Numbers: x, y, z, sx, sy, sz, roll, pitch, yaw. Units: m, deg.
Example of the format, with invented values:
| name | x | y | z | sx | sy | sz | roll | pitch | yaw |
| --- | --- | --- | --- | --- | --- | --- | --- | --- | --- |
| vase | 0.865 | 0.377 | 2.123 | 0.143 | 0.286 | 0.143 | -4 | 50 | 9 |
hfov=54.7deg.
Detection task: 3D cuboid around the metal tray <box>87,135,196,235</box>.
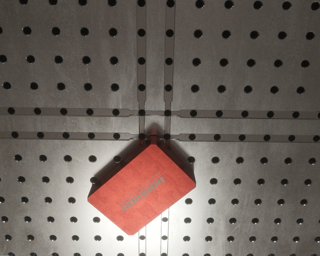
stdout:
| name | x | y | z | sx | sy | sz | roll | pitch | yaw |
| --- | --- | --- | --- | --- | --- | --- | --- | --- | --- |
| metal tray | -0.026 | 0.084 | 0.441 | 0.130 | 0.030 | 0.090 | -41 | 106 | 13 |
